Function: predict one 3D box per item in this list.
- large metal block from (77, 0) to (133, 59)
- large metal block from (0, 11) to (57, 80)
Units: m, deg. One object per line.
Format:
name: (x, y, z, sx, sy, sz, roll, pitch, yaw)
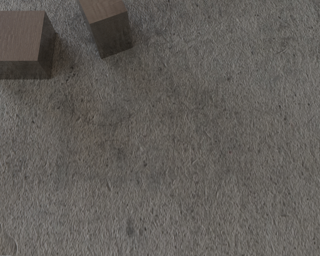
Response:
large metal block: (-0.080, -0.159, 0.436, 0.050, 0.080, 0.080, -23, 72, -8)
large metal block: (-0.198, -0.116, 0.436, 0.081, 0.050, 0.080, 0, 70, 0)
